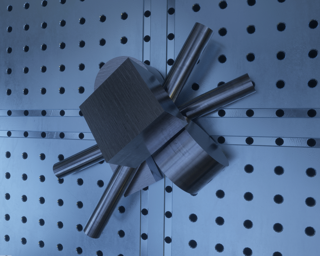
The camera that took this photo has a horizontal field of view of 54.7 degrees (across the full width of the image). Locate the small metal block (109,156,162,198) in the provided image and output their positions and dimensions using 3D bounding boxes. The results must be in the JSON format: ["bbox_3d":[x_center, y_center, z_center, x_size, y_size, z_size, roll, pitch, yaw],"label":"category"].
[{"bbox_3d":[-0.033,0.059,0.420,0.050,0.025,0.050,-29,81,17],"label":"small metal block"}]

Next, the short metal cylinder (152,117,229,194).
[{"bbox_3d":[0.035,0.031,0.367,0.050,0.080,0.080,-45,76,15],"label":"short metal cylinder"}]

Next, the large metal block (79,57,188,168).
[{"bbox_3d":[-0.030,-0.014,0.339,0.080,0.050,0.080,-42,60,16],"label":"large metal block"}]

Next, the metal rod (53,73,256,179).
[{"bbox_3d":[-0.020,0.005,0.416,0.300,0.025,0.025,-25,82,18],"label":"metal rod"}]

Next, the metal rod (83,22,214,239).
[{"bbox_3d":[-0.019,0.010,0.389,0.025,0.025,0.299,32,100,17],"label":"metal rod"}]

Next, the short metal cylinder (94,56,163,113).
[{"bbox_3d":[-0.039,-0.050,0.409,0.080,0.050,0.079,0,90,20],"label":"short metal cylinder"}]
